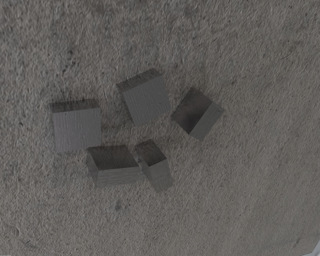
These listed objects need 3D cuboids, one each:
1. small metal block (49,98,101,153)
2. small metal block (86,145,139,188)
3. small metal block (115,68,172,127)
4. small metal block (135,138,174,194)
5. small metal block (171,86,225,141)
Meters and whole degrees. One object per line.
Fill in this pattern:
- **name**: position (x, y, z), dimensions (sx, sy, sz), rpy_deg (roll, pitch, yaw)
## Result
- **small metal block**: position (-0.096, -0.003, 0.352), dimensions (0.050, 0.025, 0.050), rpy_deg (-9, 123, -24)
- **small metal block**: position (-0.060, 0.046, 0.386), dimensions (0.050, 0.050, 0.025), rpy_deg (-2, 119, -28)
- **small metal block**: position (-0.019, -0.037, 0.374), dimensions (0.050, 0.025, 0.050), rpy_deg (-27, 128, -12)
- **small metal block**: position (-0.008, 0.051, 0.418), dimensions (0.025, 0.050, 0.050), rpy_deg (-24, 127, -14)
- **small metal block**: position (0.048, -0.019, 0.405), dimensions (0.025, 0.050, 0.050), rpy_deg (26, 104, -37)
